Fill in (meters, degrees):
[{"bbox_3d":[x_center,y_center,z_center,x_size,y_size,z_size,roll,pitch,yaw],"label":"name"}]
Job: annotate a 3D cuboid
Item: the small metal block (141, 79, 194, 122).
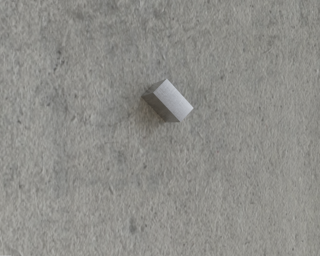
[{"bbox_3d":[0.008,-0.034,0.400,0.050,0.050,0.025,46,76,-15],"label":"small metal block"}]
